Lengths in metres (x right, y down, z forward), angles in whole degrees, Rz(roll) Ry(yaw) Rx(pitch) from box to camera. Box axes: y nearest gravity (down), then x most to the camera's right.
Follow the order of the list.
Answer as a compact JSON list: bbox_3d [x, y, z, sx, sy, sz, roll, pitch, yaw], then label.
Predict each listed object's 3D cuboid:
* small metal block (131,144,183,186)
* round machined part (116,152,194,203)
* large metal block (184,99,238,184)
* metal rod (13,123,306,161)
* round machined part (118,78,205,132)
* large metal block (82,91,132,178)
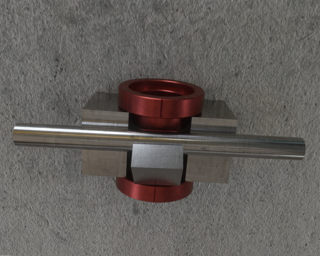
[{"bbox_3d":[-0.002,0.040,0.326,0.050,0.025,0.050,2,151,1],"label":"small metal block"},{"bbox_3d":[-0.005,0.051,0.391,0.099,0.098,0.042,4,105,-2],"label":"round machined part"},{"bbox_3d":[0.057,0.013,0.387,0.050,0.080,0.079,4,110,-1],"label":"large metal block"},{"bbox_3d":[0.001,0.015,0.331,0.302,0.025,0.025,3,110,-2],"label":"metal rod"},{"bbox_3d":[0.001,-0.027,0.362,0.099,0.098,0.042,4,111,-2],"label":"round machined part"},{"bbox_3d":[-0.062,0.005,0.383,0.050,0.080,0.079,4,110,-2],"label":"large metal block"}]
